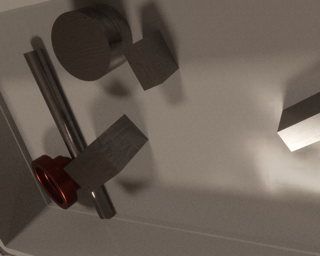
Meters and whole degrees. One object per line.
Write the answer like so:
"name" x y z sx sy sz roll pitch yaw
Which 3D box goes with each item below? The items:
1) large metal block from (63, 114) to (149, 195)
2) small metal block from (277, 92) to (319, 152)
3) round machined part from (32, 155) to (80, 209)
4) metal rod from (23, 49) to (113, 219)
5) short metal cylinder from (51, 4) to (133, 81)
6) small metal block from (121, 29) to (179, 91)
"large metal block" -0.074 0.036 0.433 0.050 0.080 0.080 48 129 -6
"small metal block" 0.149 -0.008 0.308 0.050 0.050 0.025 -32 101 38
"round machined part" -0.170 0.086 0.525 0.098 0.042 0.097 30 140 30
"metal rod" -0.137 0.023 0.492 0.025 0.025 0.298 -4 117 29
"short metal cylinder" -0.080 -0.102 0.370 0.080 0.050 0.079 13 124 20
"small metal block" -0.009 -0.077 0.349 0.025 0.050 0.050 -18 109 35
